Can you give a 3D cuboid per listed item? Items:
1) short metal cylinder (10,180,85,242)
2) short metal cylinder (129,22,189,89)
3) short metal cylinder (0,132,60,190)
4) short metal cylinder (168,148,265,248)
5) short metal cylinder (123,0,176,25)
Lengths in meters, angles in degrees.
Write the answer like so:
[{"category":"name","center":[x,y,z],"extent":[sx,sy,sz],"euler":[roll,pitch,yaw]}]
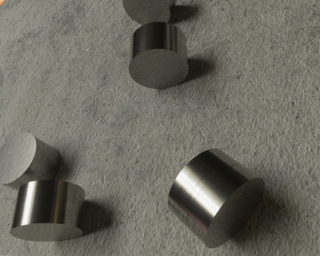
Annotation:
[{"category":"short metal cylinder","center":[-0.134,0.102,0.376],"extent":[0.080,0.080,0.050],"euler":[-17,55,18]},{"category":"short metal cylinder","center":[-0.002,-0.099,0.430],"extent":[0.080,0.080,0.050],"euler":[-13,56,21]},{"category":"short metal cylinder","center":[-0.197,0.053,0.459],"extent":[0.080,0.050,0.080],"euler":[-13,56,21]},{"category":"short metal cylinder","center":[0.054,0.067,0.299],"extent":[0.080,0.080,0.050],"euler":[-48,51,-6]},{"category":"short metal cylinder","center":[-0.014,-0.212,0.506],"extent":[0.080,0.080,0.050],"euler":[5,65,30]}]
